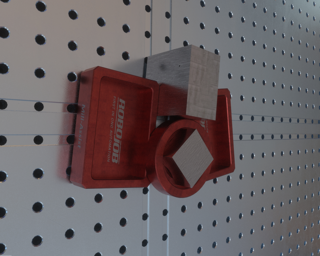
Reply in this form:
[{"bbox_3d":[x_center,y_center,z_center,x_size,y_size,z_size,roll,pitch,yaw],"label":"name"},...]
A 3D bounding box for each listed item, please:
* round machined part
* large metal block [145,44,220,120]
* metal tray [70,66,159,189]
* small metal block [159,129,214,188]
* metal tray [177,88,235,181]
[{"bbox_3d":[0.019,0.037,0.397,0.099,0.042,0.097,0,90,-40],"label":"round machined part"},{"bbox_3d":[0.025,-0.052,0.390,0.050,0.080,0.080,8,85,-40],"label":"large metal block"},{"bbox_3d":[-0.049,0.003,0.359,0.091,0.030,0.129,8,85,-40],"label":"metal tray"},{"bbox_3d":[0.033,0.036,0.377,0.050,0.025,0.050,-47,118,-30],"label":"small metal block"},{"bbox_3d":[0.068,0.009,0.458,0.091,0.030,0.129,-9,96,-40],"label":"metal tray"}]
